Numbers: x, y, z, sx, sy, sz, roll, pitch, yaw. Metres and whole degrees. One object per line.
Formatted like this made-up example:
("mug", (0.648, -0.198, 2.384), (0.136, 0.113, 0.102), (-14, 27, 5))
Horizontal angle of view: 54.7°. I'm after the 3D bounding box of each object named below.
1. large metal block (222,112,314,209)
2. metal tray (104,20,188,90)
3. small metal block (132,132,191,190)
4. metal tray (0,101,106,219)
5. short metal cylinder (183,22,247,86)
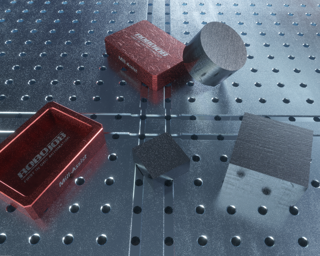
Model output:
("large metal block", (0.126, 0.036, 0.363), (0.080, 0.050, 0.080), (17, 52, 13))
("metal tray", (-0.017, -0.124, 0.508), (0.091, 0.030, 0.130), (-34, 58, -26))
("small metal block", (0.001, 0.039, 0.375), (0.050, 0.025, 0.050), (-25, 55, -20))
("metal tray", (-0.140, 0.032, 0.375), (0.090, 0.030, 0.130), (24, 54, 18))
("short metal cylinder", (0.081, -0.110, 0.463), (0.081, 0.050, 0.080), (10, 67, -24))
